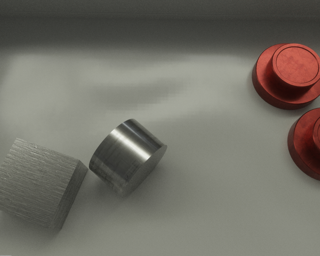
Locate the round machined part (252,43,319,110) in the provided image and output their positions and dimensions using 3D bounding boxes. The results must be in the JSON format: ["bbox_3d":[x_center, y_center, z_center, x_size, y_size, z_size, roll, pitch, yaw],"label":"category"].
[{"bbox_3d":[0.183,-0.078,0.431,0.099,0.042,0.098,0,70,-1],"label":"round machined part"}]

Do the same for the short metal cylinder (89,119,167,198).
[{"bbox_3d":[-0.037,0.036,0.367,0.050,0.080,0.080,39,74,13],"label":"short metal cylinder"}]

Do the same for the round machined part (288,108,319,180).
[{"bbox_3d":[0.221,0.018,0.397,0.099,0.042,0.098,0,70,-1],"label":"round machined part"}]

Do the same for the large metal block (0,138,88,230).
[{"bbox_3d":[-0.144,0.067,0.370,0.080,0.050,0.080,19,71,6],"label":"large metal block"}]
